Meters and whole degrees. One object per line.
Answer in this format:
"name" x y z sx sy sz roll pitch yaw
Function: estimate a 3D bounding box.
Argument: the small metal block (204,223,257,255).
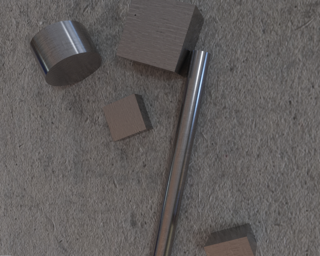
"small metal block" 0.084 0.138 0.366 0.050 0.050 0.025 -21 83 18

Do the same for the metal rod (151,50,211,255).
"metal rod" 0.024 0.051 0.399 0.025 0.025 0.298 12 94 19

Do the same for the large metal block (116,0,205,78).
"large metal block" 0.001 -0.116 0.394 0.080 0.050 0.080 20 96 18

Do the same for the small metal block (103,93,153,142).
"small metal block" -0.044 -0.014 0.423 0.050 0.025 0.050 -21 83 18

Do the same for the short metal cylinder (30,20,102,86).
"short metal cylinder" -0.128 -0.100 0.423 0.080 0.080 0.050 -31 80 17
